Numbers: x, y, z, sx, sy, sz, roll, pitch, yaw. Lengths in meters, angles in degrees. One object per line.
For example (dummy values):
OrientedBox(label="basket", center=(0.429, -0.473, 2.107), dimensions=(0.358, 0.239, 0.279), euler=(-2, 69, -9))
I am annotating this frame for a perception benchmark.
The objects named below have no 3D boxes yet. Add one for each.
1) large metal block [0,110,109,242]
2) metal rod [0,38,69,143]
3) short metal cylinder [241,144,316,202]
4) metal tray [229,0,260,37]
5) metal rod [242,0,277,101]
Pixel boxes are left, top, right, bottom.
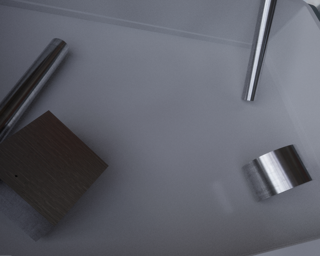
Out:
OrientedBox(label="large metal block", center=(-0.111, 0.043, 0.292), dimensions=(0.080, 0.050, 0.080), euler=(44, 42, -5))
OrientedBox(label="metal rod", center=(-0.169, 0.007, 0.310), dimensions=(0.025, 0.025, 0.300), euler=(28, 52, -11))
OrientedBox(label="short metal cylinder", center=(0.159, 0.062, 0.420), dimensions=(0.081, 0.080, 0.050), euler=(-9, 66, -32))
OrientedBox(label="metal tray", center=(0.197, -0.250, 0.628), dimensions=(0.030, 0.090, 0.130), euler=(39, 51, -3))
OrientedBox(label="metal rod", center=(0.170, -0.191, 0.488), dimensions=(0.025, 0.025, 0.298), euler=(0, 106, -29))
